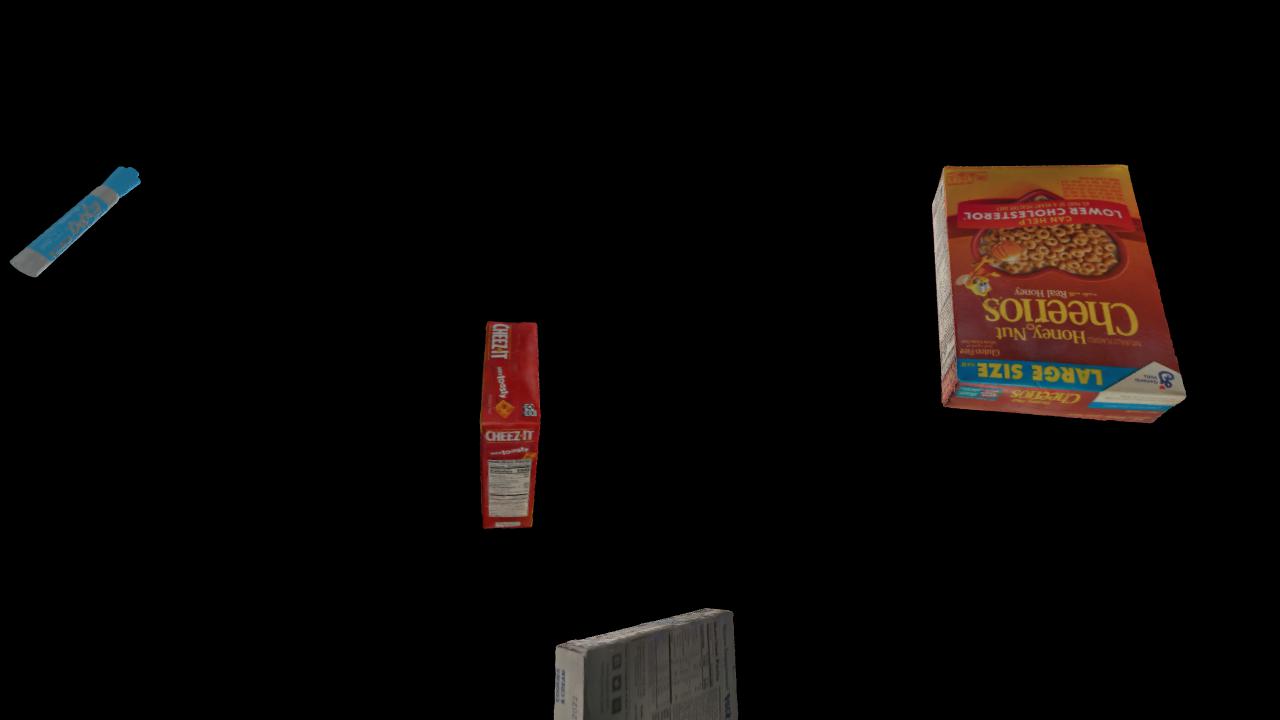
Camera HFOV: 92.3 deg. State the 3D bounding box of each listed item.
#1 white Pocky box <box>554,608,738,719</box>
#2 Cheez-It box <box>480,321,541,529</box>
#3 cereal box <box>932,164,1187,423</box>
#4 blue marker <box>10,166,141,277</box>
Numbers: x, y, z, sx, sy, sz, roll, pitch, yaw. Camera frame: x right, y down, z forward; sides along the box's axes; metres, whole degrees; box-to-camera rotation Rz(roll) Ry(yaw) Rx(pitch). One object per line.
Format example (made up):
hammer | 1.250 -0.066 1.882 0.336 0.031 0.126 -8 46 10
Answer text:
white Pocky box | 0.010 0.206 0.379 0.028 0.084 0.154 -11 -17 38
Cheez-It box | -0.165 0.086 0.778 0.071 0.166 0.223 1 -44 -14
cereal box | 0.451 -0.086 0.696 0.203 0.306 0.081 4 -28 14
blue marker | -0.464 -0.119 0.511 0.020 0.121 0.020 14 -32 9
